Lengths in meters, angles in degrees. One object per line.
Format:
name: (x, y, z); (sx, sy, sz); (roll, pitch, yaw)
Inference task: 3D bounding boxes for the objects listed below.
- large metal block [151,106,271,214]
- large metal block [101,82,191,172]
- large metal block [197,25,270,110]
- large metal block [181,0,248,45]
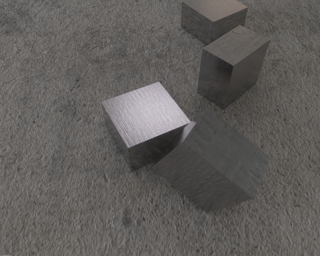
large metal block: (0.049, 0.037, 0.319); (0.080, 0.080, 0.050); (40, 57, -2)
large metal block: (-0.018, -0.004, 0.390); (0.081, 0.050, 0.080); (-22, 53, -18)
large metal block: (0.102, -0.086, 0.440); (0.080, 0.080, 0.050); (-37, 59, -27)
large metal block: (0.095, -0.197, 0.553); (0.081, 0.050, 0.080); (-29, 56, -22)
